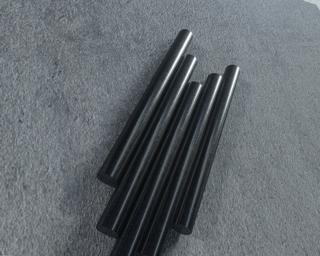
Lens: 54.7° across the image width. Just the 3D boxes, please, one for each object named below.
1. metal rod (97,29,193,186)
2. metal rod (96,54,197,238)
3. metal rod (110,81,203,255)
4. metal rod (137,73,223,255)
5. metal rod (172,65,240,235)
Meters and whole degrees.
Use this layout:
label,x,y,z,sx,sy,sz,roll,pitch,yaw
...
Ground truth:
label,x,y,z,sx,sy,sz,roll,pitch,yaw
metal rod,-0.007,-0.050,0.433,0.025,0.025,0.301,32,52,-8
metal rod,-0.003,-0.002,0.406,0.025,0.025,0.301,32,51,-8
metal rod,0.003,0.045,0.381,0.025,0.025,0.301,32,51,-8
metal rod,0.038,0.028,0.410,0.025,0.025,0.301,32,52,-8
metal rod,0.075,0.008,0.442,0.025,0.025,0.301,32,52,-8
